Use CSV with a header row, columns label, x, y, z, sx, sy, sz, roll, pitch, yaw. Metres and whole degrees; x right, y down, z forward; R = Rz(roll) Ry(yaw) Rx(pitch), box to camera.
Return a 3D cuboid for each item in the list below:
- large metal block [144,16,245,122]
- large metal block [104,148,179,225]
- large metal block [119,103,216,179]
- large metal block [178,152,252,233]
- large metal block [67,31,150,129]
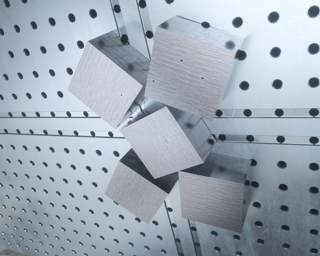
label,x,y,z,sx,sy,sz,roll,pitch,yaw
large metal block,0.035,-0.065,0.335,0.080,0.050,0.079,21,127,12
large metal block,-0.026,0.082,0.458,0.080,0.050,0.080,33,129,7
large metal block,0.011,0.010,0.395,0.080,0.050,0.080,-25,105,37
large metal block,0.073,0.081,0.407,0.080,0.050,0.080,8,122,23
large metal block,-0.058,-0.060,0.389,0.080,0.050,0.080,39,130,2
